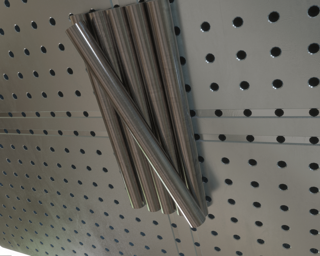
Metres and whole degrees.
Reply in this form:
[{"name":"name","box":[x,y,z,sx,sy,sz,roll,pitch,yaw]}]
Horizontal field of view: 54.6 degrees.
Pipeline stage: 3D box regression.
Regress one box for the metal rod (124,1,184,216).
[{"name":"metal rod","box":[0.005,-0.006,0.406,0.025,0.025,0.298,1,119,28]}]

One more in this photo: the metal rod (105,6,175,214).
[{"name":"metal rod","box":[-0.018,-0.006,0.417,0.025,0.025,0.298,1,119,28]}]

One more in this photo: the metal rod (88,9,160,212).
[{"name":"metal rod","box":[-0.040,-0.006,0.428,0.025,0.025,0.298,1,119,28]}]

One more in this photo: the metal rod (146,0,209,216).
[{"name":"metal rod","box":[0.028,-0.006,0.394,0.025,0.025,0.298,1,119,28]}]

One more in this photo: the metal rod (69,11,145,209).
[{"name":"metal rod","box":[-0.066,-0.008,0.441,0.025,0.025,0.298,1,119,28]}]

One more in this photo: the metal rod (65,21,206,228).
[{"name":"metal rod","box":[-0.023,0.006,0.395,0.025,0.025,0.299,-21,107,36]}]
